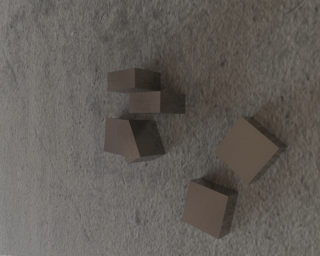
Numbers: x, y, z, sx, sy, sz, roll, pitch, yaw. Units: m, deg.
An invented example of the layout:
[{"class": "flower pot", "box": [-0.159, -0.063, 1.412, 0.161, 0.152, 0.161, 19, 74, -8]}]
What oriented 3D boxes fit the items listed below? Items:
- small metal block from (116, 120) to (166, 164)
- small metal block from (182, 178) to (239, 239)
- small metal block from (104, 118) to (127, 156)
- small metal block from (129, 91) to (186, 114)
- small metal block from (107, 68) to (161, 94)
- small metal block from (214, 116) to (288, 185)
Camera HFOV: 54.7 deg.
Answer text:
[{"class": "small metal block", "box": [-0.024, 0.017, 0.407, 0.025, 0.050, 0.050, -30, 72, 36]}, {"class": "small metal block", "box": [0.057, 0.091, 0.357, 0.050, 0.025, 0.050, 17, 101, 38]}, {"class": "small metal block", "box": [-0.053, 0.012, 0.447, 0.050, 0.025, 0.050, 7, 95, 39]}, {"class": "small metal block", "box": [-0.003, -0.031, 0.389, 0.050, 0.050, 0.025, 2, 91, 39]}, {"class": "small metal block", "box": [-0.034, -0.062, 0.415, 0.050, 0.050, 0.025, -1, 90, 39]}, {"class": "small metal block", "box": [0.094, 0.023, 0.326, 0.050, 0.025, 0.050, 47, 118, 29]}]
